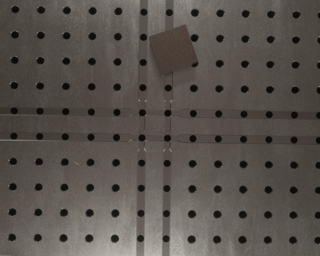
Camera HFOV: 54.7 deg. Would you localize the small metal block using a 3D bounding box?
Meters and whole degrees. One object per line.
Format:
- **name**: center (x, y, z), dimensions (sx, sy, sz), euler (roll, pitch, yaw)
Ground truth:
- **small metal block**: center (0.018, -0.103, 0.414), dimensions (0.050, 0.025, 0.050), euler (-19, 90, -1)
